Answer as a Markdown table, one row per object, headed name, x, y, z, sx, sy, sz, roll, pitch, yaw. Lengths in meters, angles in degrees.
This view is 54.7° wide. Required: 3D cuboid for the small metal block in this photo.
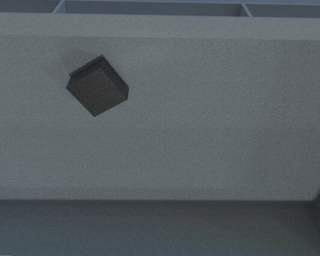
| name | x | y | z | sx | sy | sz | roll | pitch | yaw |
| --- | --- | --- | --- | --- | --- | --- | --- | --- | --- |
| small metal block | -0.073 | -0.047 | 0.368 | 0.050 | 0.025 | 0.050 | -25 | 126 | 19 |
